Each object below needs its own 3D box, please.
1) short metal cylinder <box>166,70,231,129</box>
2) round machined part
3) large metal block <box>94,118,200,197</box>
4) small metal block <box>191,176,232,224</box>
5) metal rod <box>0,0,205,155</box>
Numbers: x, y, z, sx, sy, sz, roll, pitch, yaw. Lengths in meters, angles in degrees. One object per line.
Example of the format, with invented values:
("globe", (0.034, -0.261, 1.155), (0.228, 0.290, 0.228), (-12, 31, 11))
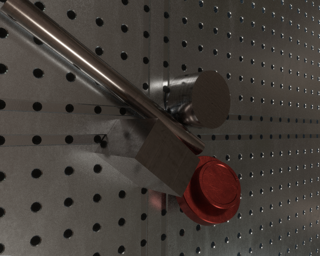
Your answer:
("short metal cylinder", (0.055, -0.039, 0.442), (0.081, 0.050, 0.079), (0, 90, -40))
("round machined part", (0.074, 0.084, 0.436), (0.099, 0.042, 0.098), (12, 59, -21))
("large metal block", (-0.015, 0.033, 0.363), (0.080, 0.080, 0.050), (44, 63, -31))
("small metal block", (0.080, 0.110, 0.480), (0.050, 0.025, 0.050), (-31, 110, -36))
("metal rod", (-0.043, -0.045, 0.374), (0.301, 0.025, 0.025), (37, 67, -34))
